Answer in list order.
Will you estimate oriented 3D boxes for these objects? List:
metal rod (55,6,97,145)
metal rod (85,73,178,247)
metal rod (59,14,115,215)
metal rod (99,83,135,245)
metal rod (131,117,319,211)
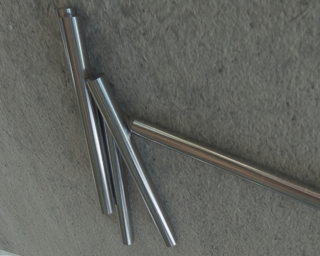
[{"bbox_3d":[-0.102,-0.016,0.448,0.025,0.025,0.298,8,122,23],"label":"metal rod"},{"bbox_3d":[-0.031,0.062,0.444,0.025,0.025,0.299,-4,121,30],"label":"metal rod"},{"bbox_3d":[-0.094,0.001,0.428,0.025,0.025,0.298,9,122,23],"label":"metal rod"},{"bbox_3d":[-0.066,0.073,0.484,0.025,0.025,0.298,10,123,22],"label":"metal rod"},{"bbox_3d":[0.102,0.050,0.382,0.301,0.025,0.025,22,126,14],"label":"metal rod"}]
